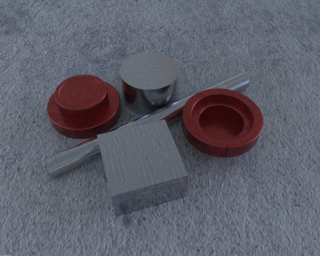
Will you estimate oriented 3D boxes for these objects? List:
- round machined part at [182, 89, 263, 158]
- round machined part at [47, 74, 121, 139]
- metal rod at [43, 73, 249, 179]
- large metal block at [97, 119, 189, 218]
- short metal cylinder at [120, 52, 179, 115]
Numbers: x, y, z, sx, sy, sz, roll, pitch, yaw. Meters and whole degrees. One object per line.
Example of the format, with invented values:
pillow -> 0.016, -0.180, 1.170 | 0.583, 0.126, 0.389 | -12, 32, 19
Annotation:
round machined part -> 0.077, -0.002, 0.395 | 0.099, 0.042, 0.098 | 0, 50, 0
round machined part -> -0.104, -0.036, 0.422 | 0.099, 0.042, 0.098 | 0, 50, 0
metal rod -> -0.003, -0.011, 0.415 | 0.302, 0.025, 0.025 | -25, 55, -20
large metal block -> -0.021, 0.044, 0.352 | 0.081, 0.050, 0.080 | -13, 51, -11
short metal cylinder -> -0.014, -0.064, 0.441 | 0.081, 0.050, 0.080 | 0, 50, 0
